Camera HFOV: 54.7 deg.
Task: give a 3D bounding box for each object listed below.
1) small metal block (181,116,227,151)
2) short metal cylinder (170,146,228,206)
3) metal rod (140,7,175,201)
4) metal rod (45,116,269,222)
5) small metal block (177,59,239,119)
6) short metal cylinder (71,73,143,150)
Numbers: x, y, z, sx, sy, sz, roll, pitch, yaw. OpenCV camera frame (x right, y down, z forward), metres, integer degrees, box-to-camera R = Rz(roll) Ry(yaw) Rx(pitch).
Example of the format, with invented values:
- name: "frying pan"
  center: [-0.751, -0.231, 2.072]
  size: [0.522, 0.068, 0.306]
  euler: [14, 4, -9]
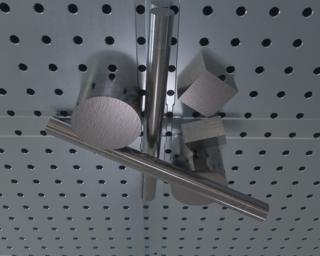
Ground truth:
- name: "small metal block"
  center: [0.059, 0.009, 0.405]
  size: [0.050, 0.025, 0.050]
  euler: [-13, 161, 10]
- name: "short metal cylinder"
  center: [0.055, 0.070, 0.455]
  size: [0.081, 0.050, 0.079]
  euler: [0, 130, 0]
- name: "metal rod"
  center: [-0.009, -0.004, 0.407]
  size: [0.025, 0.025, 0.298]
  euler: [3, 130, -3]
- name: "metal rod"
  center: [-0.004, 0.052, 0.404]
  size: [0.301, 0.025, 0.025]
  euler: [22, 128, 1]
- name: "small metal block"
  center: [0.056, -0.046, 0.373]
  size: [0.050, 0.025, 0.050]
  euler: [29, 124, -23]
- name: "short metal cylinder"
  center: [-0.062, -0.020, 0.378]
  size: [0.081, 0.050, 0.079]
  euler: [0, 130, 0]
